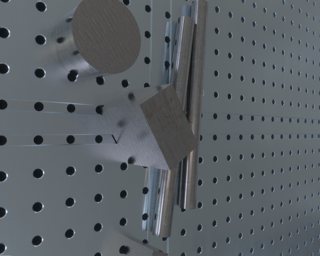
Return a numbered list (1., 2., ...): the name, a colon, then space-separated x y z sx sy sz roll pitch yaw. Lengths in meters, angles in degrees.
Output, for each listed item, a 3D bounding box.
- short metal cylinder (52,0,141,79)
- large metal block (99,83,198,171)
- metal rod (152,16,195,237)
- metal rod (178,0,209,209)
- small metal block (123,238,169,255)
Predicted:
1. short metal cylinder: -0.068 -0.096 0.336 0.081 0.050 0.079 0 90 -40
2. large metal block: -0.014 -0.001 0.362 0.050 0.080 0.080 -38 114 -34
3. metal rod: 0.019 -0.006 0.425 0.025 0.025 0.298 11 83 -40
4. metal rod: 0.049 -0.035 0.450 0.025 0.025 0.298 7 86 -40
5. small metal block: -0.022 0.168 0.375 0.025 0.050 0.050 29 72 -37
